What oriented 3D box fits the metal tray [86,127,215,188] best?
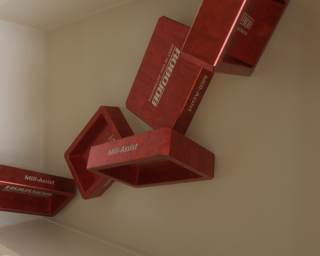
[{"bbox_3d":[-0.012,0.041,0.371,0.130,0.090,0.030,-15,57,39],"label":"metal tray"}]

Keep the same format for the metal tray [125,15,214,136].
[{"bbox_3d":[0.015,-0.063,0.392,0.090,0.030,0.129,37,113,33],"label":"metal tray"}]

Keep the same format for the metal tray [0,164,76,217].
[{"bbox_3d":[-0.220,0.109,0.519,0.090,0.131,0.030,-43,43,31],"label":"metal tray"}]

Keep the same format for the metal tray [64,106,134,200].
[{"bbox_3d":[-0.092,0.039,0.479,0.129,0.030,0.090,-46,63,30],"label":"metal tray"}]

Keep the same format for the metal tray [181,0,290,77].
[{"bbox_3d":[0.074,-0.094,0.275,0.030,0.131,0.089,31,110,21],"label":"metal tray"}]
